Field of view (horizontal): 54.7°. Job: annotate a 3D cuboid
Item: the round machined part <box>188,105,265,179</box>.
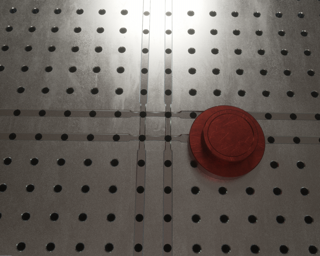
[{"bbox_3d":[0.087,0.015,0.398,0.099,0.042,0.098,0,70,-1],"label":"round machined part"}]
